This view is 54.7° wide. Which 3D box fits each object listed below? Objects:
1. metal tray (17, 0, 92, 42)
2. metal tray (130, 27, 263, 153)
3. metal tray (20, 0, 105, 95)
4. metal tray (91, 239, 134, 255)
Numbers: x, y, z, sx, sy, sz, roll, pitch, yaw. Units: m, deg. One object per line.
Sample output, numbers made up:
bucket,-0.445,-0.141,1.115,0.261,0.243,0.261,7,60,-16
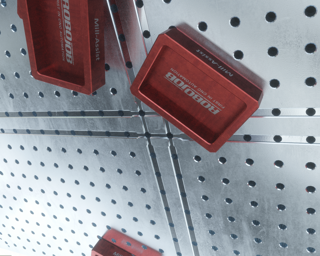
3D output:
metal tray,-0.119,-0.176,0.359,0.090,0.030,0.129,28,128,10
metal tray,0.039,-0.041,0.360,0.130,0.030,0.089,37,129,3
metal tray,-0.111,-0.110,0.356,0.090,0.030,0.129,17,125,17
metal tray,-0.077,0.288,0.623,0.130,0.030,0.089,23,127,13
